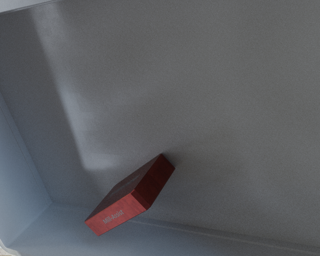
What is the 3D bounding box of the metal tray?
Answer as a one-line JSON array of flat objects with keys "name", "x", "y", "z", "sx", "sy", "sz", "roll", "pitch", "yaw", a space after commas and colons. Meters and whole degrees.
[{"name": "metal tray", "x": -0.044, "y": 0.097, "z": 0.448, "sx": 0.030, "sy": 0.090, "sz": 0.129, "roll": 48, "pitch": 129, "yaw": -5}]
